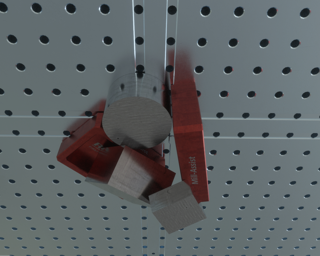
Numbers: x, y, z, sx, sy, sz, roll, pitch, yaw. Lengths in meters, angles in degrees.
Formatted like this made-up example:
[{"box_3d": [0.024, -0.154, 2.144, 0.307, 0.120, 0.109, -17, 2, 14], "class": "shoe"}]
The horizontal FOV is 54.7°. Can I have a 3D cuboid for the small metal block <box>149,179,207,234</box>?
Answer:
[{"box_3d": [0.021, 0.094, 0.368, 0.050, 0.025, 0.050, -25, 127, 6], "class": "small metal block"}]

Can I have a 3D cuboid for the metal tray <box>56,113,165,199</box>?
[{"box_3d": [-0.067, 0.045, 0.445, 0.090, 0.030, 0.130, -36, 122, 26], "class": "metal tray"}]

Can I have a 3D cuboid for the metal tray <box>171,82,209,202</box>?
[{"box_3d": [0.038, 0.020, 0.387, 0.030, 0.090, 0.129, -7, 130, 6], "class": "metal tray"}]

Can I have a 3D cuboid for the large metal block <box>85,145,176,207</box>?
[{"box_3d": [-0.040, 0.065, 0.409, 0.080, 0.050, 0.080, 32, 159, -25], "class": "large metal block"}]

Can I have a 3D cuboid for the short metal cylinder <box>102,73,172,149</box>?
[{"box_3d": [-0.027, -0.020, 0.378, 0.081, 0.050, 0.079, 0, 130, 0], "class": "short metal cylinder"}]
